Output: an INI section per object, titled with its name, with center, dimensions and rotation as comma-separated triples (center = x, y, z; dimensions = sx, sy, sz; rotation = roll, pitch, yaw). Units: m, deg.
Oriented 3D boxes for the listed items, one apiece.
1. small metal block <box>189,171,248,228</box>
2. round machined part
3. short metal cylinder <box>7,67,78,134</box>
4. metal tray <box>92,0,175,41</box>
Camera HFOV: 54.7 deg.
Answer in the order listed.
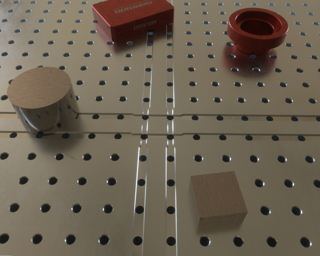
[small metal block]
center = 0.062, 0.078, 0.342
dimensions = 0.050, 0.025, 0.050
rotation = -6, 50, -5
[round machined part]
center = 0.165, -0.163, 0.535
dimensions = 0.099, 0.042, 0.098
rotation = 0, 50, 0
[short metal cylinder]
center = -0.157, -0.038, 0.423
dimensions = 0.081, 0.050, 0.080
rotation = 0, 50, 0
[metal tray]
center = -0.050, -0.216, 0.586
dimensions = 0.131, 0.030, 0.090
rotation = -25, 54, -19
